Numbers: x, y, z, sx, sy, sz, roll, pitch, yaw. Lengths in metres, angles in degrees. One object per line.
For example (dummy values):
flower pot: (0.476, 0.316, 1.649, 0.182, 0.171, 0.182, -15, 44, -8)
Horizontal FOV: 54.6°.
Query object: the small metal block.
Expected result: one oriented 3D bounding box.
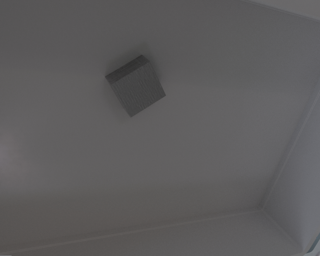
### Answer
small metal block: (-0.028, -0.049, 0.363, 0.050, 0.025, 0.050, -33, 129, -7)
